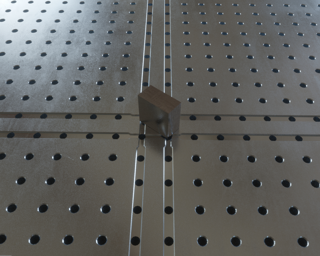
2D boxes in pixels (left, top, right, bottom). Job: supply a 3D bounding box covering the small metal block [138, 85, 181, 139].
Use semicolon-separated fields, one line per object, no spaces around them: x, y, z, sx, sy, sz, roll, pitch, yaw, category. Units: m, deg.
-0.001;-0.021;0.409;0.050;0.050;0.025;33;57;24;small metal block
